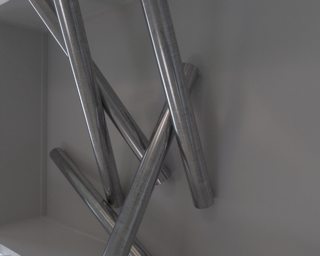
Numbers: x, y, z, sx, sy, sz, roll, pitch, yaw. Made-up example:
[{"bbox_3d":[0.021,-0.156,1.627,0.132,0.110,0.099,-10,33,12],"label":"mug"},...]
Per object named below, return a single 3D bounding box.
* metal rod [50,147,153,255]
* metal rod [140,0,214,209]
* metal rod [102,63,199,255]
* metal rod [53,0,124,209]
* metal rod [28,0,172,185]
[{"bbox_3d":[-0.098,0.107,0.460,0.300,0.025,0.025,34,111,44],"label":"metal rod"},{"bbox_3d":[0.014,-0.048,0.318,0.025,0.025,0.298,1,115,40],"label":"metal rod"},{"bbox_3d":[-0.018,0.061,0.340,0.025,0.025,0.299,9,70,39],"label":"metal rod"},{"bbox_3d":[-0.082,-0.016,0.389,0.025,0.025,0.298,20,130,38],"label":"metal rod"},{"bbox_3d":[-0.080,-0.056,0.398,0.025,0.025,0.299,-32,93,35],"label":"metal rod"}]
